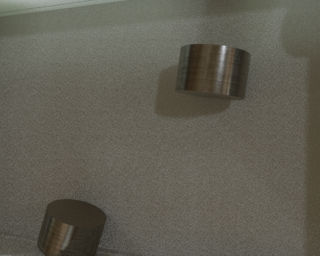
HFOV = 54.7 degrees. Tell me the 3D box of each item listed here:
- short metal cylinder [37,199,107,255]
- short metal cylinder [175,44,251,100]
[{"bbox_3d":[-0.119,0.138,0.422,0.080,0.080,0.050,19,97,18],"label":"short metal cylinder"},{"bbox_3d":[0.061,-0.063,0.360,0.080,0.080,0.050,9,93,19],"label":"short metal cylinder"}]
